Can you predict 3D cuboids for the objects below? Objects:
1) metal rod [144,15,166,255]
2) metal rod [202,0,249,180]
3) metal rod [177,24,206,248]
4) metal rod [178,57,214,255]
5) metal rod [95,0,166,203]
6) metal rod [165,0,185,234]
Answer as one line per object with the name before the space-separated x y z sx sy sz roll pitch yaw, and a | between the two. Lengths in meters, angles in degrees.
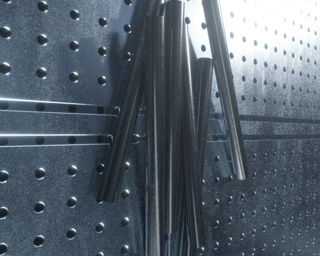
metal rod | -0.006 0.019 0.382 0.025 0.025 0.298 -7 101 -40
metal rod | 0.104 -0.058 0.482 0.025 0.025 0.298 -26 110 -37
metal rod | 0.038 0.009 0.424 0.025 0.025 0.298 -3 87 -40
metal rod | 0.053 0.046 0.452 0.025 0.025 0.299 10 84 -40
metal rod | -0.029 -0.060 0.383 0.025 0.025 0.299 21 77 -38
metal rod | 0.015 -0.012 0.408 0.025 0.025 0.298 -1 95 -40
